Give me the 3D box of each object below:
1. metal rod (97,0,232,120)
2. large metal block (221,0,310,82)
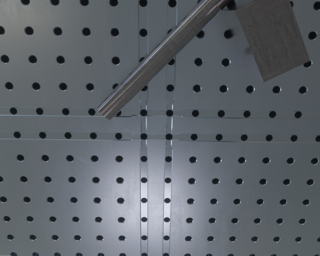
[{"bbox_3d":[0.034,-0.119,0.369,0.299,0.025,0.025,-43,105,14],"label":"metal rod"},{"bbox_3d":[0.113,-0.105,0.346,0.050,0.080,0.080,-26,108,9],"label":"large metal block"}]
